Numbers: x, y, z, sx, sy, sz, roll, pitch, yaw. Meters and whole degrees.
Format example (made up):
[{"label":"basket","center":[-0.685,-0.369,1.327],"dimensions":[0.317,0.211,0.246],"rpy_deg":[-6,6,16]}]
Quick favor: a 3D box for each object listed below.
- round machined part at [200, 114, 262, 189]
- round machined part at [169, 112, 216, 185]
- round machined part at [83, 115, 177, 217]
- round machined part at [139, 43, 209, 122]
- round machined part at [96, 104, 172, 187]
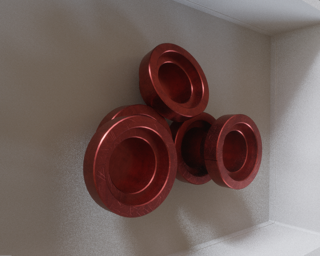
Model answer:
[{"label":"round machined part","center":[0.092,0.031,0.416],"dimensions":[0.099,0.042,0.097],"rpy_deg":[0,90,-40]},{"label":"round machined part","center":[0.042,0.027,0.429],"dimensions":[0.099,0.042,0.097],"rpy_deg":[0,90,-40]},{"label":"round machined part","center":[-0.032,0.036,0.312],"dimensions":[0.099,0.042,0.097],"rpy_deg":[0,90,-40]},{"label":"round machined part","center":[0.013,-0.053,0.391],"dimensions":[0.099,0.042,0.098],"rpy_deg":[18,61,-35]},{"label":"round machined part","center":[-0.035,0.022,0.364],"dimensions":[0.099,0.042,0.097],"rpy_deg":[0,90,-40]}]
